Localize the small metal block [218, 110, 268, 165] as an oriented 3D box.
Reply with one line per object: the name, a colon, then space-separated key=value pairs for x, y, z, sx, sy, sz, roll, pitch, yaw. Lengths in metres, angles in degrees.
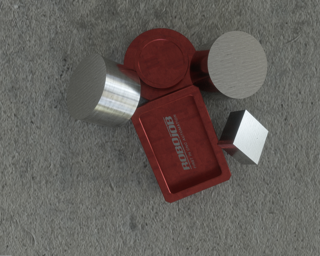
small metal block: x=0.107 y=0.013 z=0.394 sx=0.050 sy=0.025 sz=0.050 roll=38 pitch=65 yaw=-26

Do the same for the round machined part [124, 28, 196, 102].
round machined part: x=0.002 y=-0.082 z=0.403 sx=0.099 sy=0.042 sz=0.097 roll=0 pitch=90 yaw=0

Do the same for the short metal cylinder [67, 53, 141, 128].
short metal cylinder: x=-0.069 y=-0.044 z=0.376 sx=0.050 sy=0.080 sz=0.080 roll=16 pitch=90 yaw=-44

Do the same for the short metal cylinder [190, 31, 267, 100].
short metal cylinder: x=0.085 y=-0.075 z=0.389 sx=0.081 sy=0.050 sz=0.079 roll=-1 pitch=92 yaw=-18

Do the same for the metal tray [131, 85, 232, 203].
metal tray: x=0.026 y=0.020 z=0.398 sx=0.090 sy=0.030 sz=0.129 roll=-22 pitch=100 yaw=0
